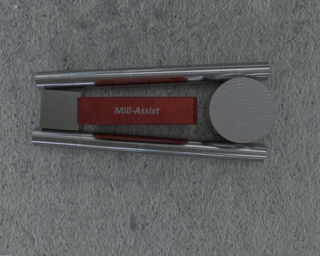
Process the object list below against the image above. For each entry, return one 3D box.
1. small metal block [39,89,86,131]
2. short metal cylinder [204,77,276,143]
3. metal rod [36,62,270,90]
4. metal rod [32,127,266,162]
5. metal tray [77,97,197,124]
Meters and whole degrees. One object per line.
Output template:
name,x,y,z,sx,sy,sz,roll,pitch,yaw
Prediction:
small metal block,-0.128,-0.023,0.411,0.050,0.025,0.050,4,90,0
short metal cylinder,0.100,-0.022,0.399,0.081,0.050,0.079,0,90,0
metal rod,-0.009,-0.069,0.411,0.302,0.025,0.025,-3,90,0
metal rod,-0.014,0.022,0.411,0.302,0.025,0.025,4,90,0
metal tray,-0.024,-0.019,0.377,0.131,0.090,0.030,0,90,0
